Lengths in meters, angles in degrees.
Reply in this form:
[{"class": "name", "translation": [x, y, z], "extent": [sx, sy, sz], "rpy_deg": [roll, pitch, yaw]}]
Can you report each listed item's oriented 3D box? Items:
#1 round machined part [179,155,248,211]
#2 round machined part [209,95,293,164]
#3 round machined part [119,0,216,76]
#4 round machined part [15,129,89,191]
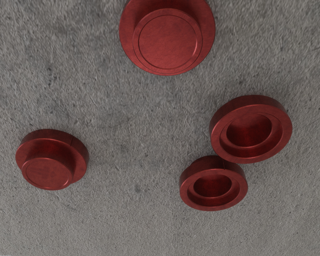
[{"class": "round machined part", "translation": [0.078, 0.079, 0.464], "extent": [0.099, 0.042, 0.097], "rpy_deg": [0, 130, 0]}, {"class": "round machined part", "translation": [0.112, -0.003, 0.395], "extent": [0.099, 0.042, 0.097], "rpy_deg": [0, 130, 0]}, {"class": "round machined part", "translation": [0.007, -0.095, 0.315], "extent": [0.099, 0.042, 0.097], "rpy_deg": [0, 130, 0]}, {"class": "round machined part", "translation": [-0.154, 0.051, 0.438], "extent": [0.099, 0.042, 0.097], "rpy_deg": [0, 130, 0]}]
